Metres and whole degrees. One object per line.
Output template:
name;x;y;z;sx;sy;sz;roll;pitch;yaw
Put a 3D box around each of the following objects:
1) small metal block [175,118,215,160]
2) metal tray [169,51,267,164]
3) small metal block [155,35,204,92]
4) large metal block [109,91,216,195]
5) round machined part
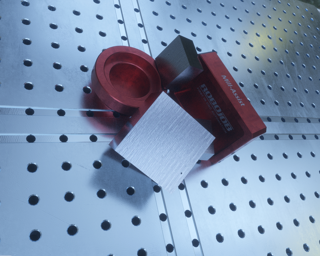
small metal block;0.043;0.014;0.418;0.050;0.025;0.050;6;63;-13
metal tray;0.073;-0.027;0.424;0.030;0.090;0.130;-19;72;-36
small metal block;0.024;-0.083;0.405;0.025;0.050;0.050;9;55;-41
large metal block;0.001;0.015;0.356;0.080;0.050;0.080;41;82;-15
round machined part;-0.043;-0.058;0.410;0.099;0.042;0.098;14;56;-21
